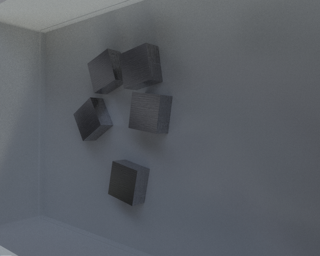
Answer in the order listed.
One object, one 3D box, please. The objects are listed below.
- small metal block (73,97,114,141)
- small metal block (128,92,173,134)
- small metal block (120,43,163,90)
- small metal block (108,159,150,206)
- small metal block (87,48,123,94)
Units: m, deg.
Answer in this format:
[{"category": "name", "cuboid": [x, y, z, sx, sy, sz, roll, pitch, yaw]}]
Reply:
[{"category": "small metal block", "cuboid": [-0.107, -0.013, 0.492, 0.050, 0.025, 0.050, -37, 68, 33]}, {"category": "small metal block", "cuboid": [-0.013, -0.021, 0.416, 0.050, 0.025, 0.050, 11, 97, 39]}, {"category": "small metal block", "cuboid": [-0.026, -0.083, 0.426, 0.050, 0.025, 0.050, -12, 83, 39]}, {"category": "small metal block", "cuboid": [-0.045, 0.077, 0.442, 0.050, 0.025, 0.050, 15, 99, 38]}, {"category": "small metal block", "cuboid": [-0.080, -0.085, 0.471, 0.050, 0.025, 0.050, -24, 75, 37]}]
